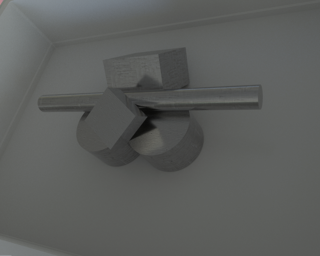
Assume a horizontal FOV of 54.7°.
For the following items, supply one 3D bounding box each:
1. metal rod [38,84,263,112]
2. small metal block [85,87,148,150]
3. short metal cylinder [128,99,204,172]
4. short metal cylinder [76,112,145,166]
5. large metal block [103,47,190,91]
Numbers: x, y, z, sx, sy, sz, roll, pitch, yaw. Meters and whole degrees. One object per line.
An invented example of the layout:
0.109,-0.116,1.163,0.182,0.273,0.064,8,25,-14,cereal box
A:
-0.033,-0.033,0.376,0.300,0.025,0.025,1,62,28,metal rod
-0.051,-0.011,0.358,0.050,0.025,0.050,45,109,20,small metal block
0.007,0.007,0.379,0.080,0.050,0.080,-13,56,20,short metal cylinder
-0.064,0.005,0.417,0.080,0.050,0.080,-13,56,20,short metal cylinder
-0.015,-0.074,0.414,0.080,0.050,0.080,1,19,28,large metal block
